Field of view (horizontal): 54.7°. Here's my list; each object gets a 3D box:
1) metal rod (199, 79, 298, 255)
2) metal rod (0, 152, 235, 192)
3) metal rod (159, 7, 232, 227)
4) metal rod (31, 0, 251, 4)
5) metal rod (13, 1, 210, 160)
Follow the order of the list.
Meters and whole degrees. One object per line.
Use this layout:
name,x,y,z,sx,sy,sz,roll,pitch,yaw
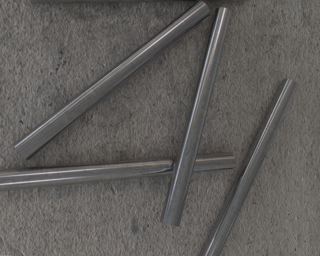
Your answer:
metal rod,0.133,0.060,0.457,0.025,0.025,0.299,31,80,-18
metal rod,-0.041,0.052,0.393,0.303,0.025,0.025,-2,91,-20
metal rod,0.051,-0.024,0.409,0.025,0.025,0.299,20,77,-19
metal rod,-0.009,-0.177,0.405,0.302,0.025,0.025,-9,93,-20
metal rod,-0.049,-0.069,0.390,0.301,0.025,0.025,-42,103,-15
